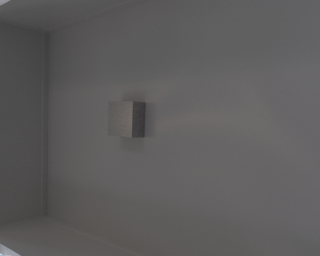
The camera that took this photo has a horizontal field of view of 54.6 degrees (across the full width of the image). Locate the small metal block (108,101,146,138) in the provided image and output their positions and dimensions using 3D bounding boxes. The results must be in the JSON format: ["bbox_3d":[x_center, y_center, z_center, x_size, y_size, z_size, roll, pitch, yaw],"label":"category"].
[{"bbox_3d":[-0.049,-0.013,0.448,0.050,0.025,0.050,4,92,40],"label":"small metal block"}]
